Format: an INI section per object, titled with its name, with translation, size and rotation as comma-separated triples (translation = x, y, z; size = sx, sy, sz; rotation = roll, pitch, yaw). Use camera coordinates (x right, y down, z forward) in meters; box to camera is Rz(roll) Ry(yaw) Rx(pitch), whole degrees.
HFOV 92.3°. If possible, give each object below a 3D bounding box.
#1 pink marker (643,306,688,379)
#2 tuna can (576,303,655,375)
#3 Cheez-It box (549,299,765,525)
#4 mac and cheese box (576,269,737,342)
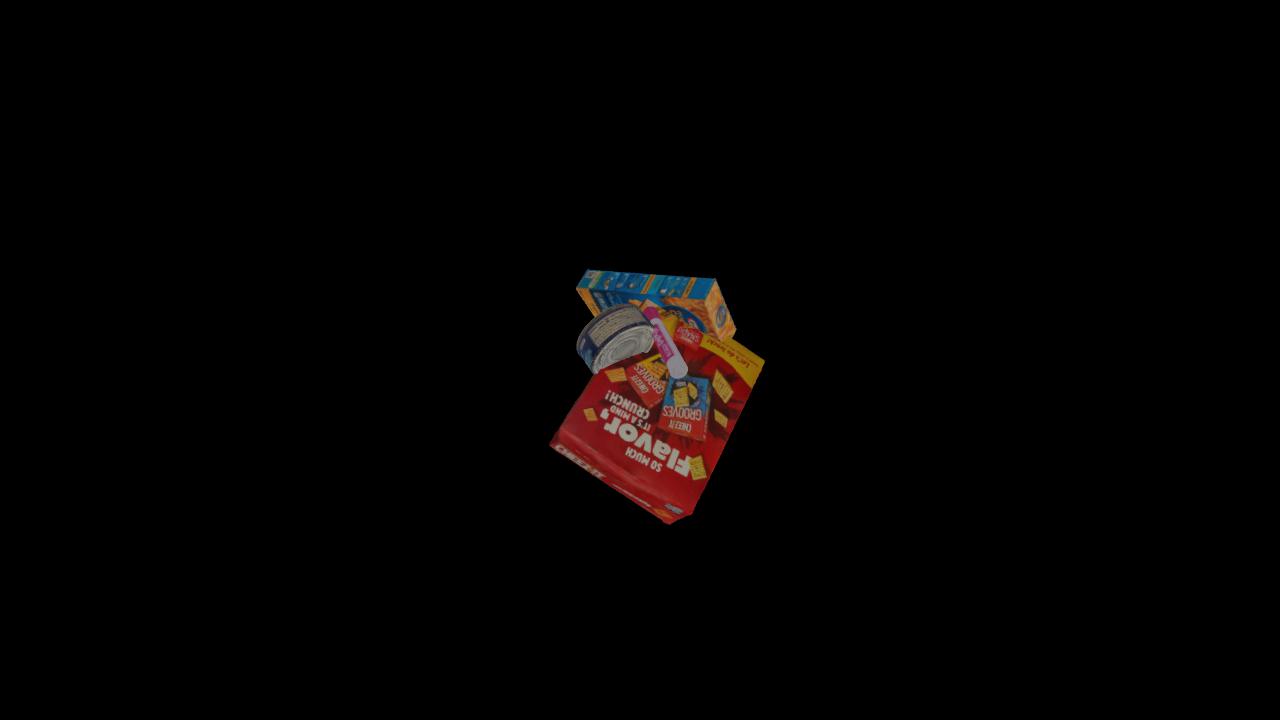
[pink marker]
translation = 0.024, -0.022, 0.651
size = 0.020, 0.020, 0.121
rotation = 0, 34, -16
[tuna can]
translation = -0.024, -0.020, 0.663
size = 0.084, 0.034, 0.084
rotation = -29, -27, -16
[Cheez-It box]
translation = 0.025, 0.048, 0.704
size = 0.166, 0.223, 0.071
rotation = 33, -32, -4
[mac and cheese box]
translation = 0.019, -0.064, 0.762
size = 0.184, 0.041, 0.093
rotation = 9, -33, 33
